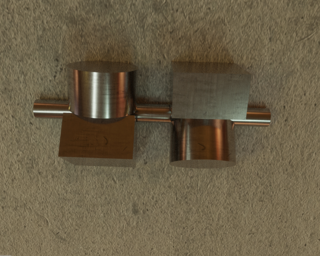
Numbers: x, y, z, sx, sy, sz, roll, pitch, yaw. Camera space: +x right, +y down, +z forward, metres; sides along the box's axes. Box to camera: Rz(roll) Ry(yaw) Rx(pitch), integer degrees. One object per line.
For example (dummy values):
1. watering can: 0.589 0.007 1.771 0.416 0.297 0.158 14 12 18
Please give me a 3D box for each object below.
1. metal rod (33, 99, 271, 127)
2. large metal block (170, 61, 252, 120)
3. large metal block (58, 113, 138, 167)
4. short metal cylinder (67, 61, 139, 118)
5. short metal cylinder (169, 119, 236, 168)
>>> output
1. metal rod: -0.009 -0.019 0.406 0.302 0.025 0.025 2 110 -1
2. large metal block: 0.054 -0.047 0.364 0.081 0.080 0.050 1 110 -1
3. large metal block: -0.070 0.018 0.381 0.081 0.080 0.050 2 76 -2
4. short metal cylinder: -0.066 -0.048 0.363 0.081 0.080 0.050 3 110 -2
5. short metal cylinder: 0.052 0.020 0.383 0.081 0.080 0.050 2 75 -1
